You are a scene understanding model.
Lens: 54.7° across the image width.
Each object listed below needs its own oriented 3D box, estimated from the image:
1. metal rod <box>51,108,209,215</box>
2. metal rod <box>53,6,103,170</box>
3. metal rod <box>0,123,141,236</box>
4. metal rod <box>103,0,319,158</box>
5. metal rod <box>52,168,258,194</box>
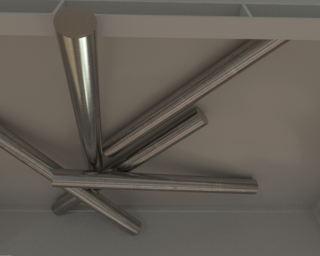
[{"bbox_3d":[-0.059,0.060,0.459,0.299,0.025,0.025,-34,123,25],"label":"metal rod"},{"bbox_3d":[-0.073,-0.005,0.319,0.025,0.025,0.299,7,156,-7],"label":"metal rod"},{"bbox_3d":[-0.143,0.068,0.440,0.025,0.025,0.300,-37,114,27],"label":"metal rod"},{"bbox_3d":[0.041,-0.044,0.372,0.299,0.025,0.025,-33,123,24],"label":"metal rod"},{"bbox_3d":[0.003,0.080,0.452,0.302,0.025,0.025,5,130,-15],"label":"metal rod"}]
